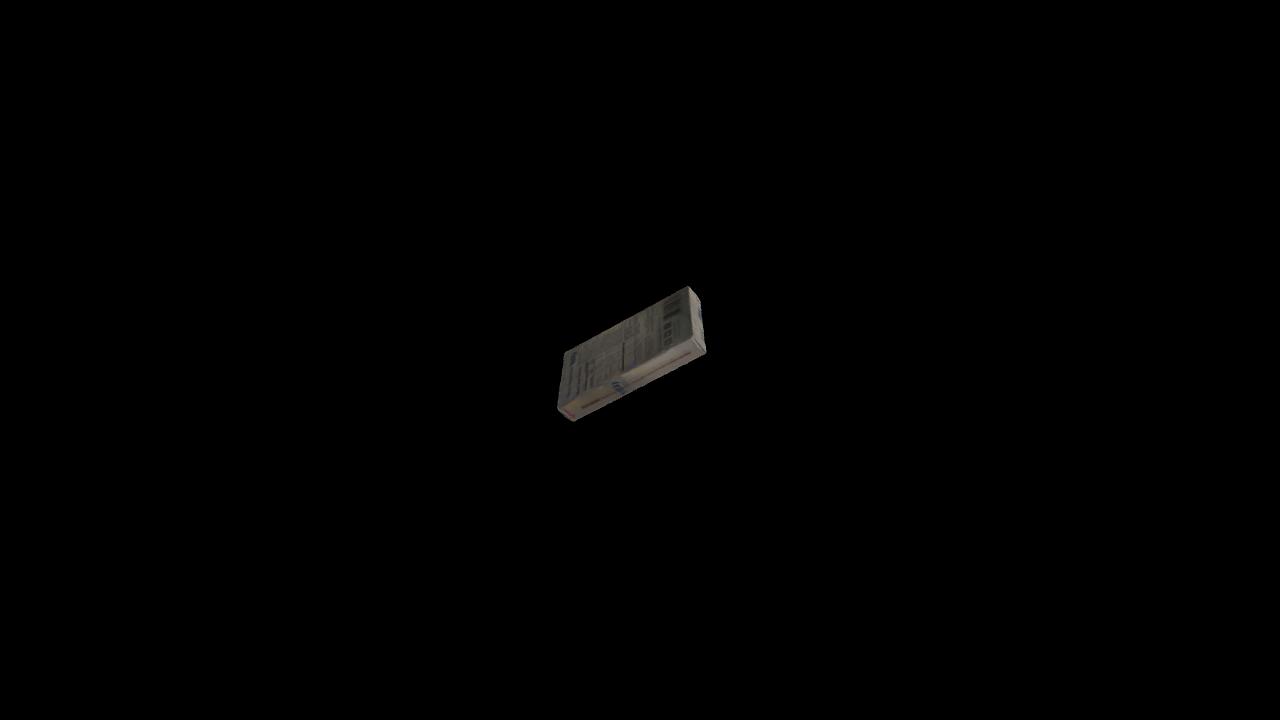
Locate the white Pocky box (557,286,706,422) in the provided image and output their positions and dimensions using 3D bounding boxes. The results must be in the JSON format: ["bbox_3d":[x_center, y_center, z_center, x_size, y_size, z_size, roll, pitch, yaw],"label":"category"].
[{"bbox_3d":[-0.010,-0.006,0.588,0.154,0.084,0.028,-28,-54,23],"label":"white Pocky box"}]
